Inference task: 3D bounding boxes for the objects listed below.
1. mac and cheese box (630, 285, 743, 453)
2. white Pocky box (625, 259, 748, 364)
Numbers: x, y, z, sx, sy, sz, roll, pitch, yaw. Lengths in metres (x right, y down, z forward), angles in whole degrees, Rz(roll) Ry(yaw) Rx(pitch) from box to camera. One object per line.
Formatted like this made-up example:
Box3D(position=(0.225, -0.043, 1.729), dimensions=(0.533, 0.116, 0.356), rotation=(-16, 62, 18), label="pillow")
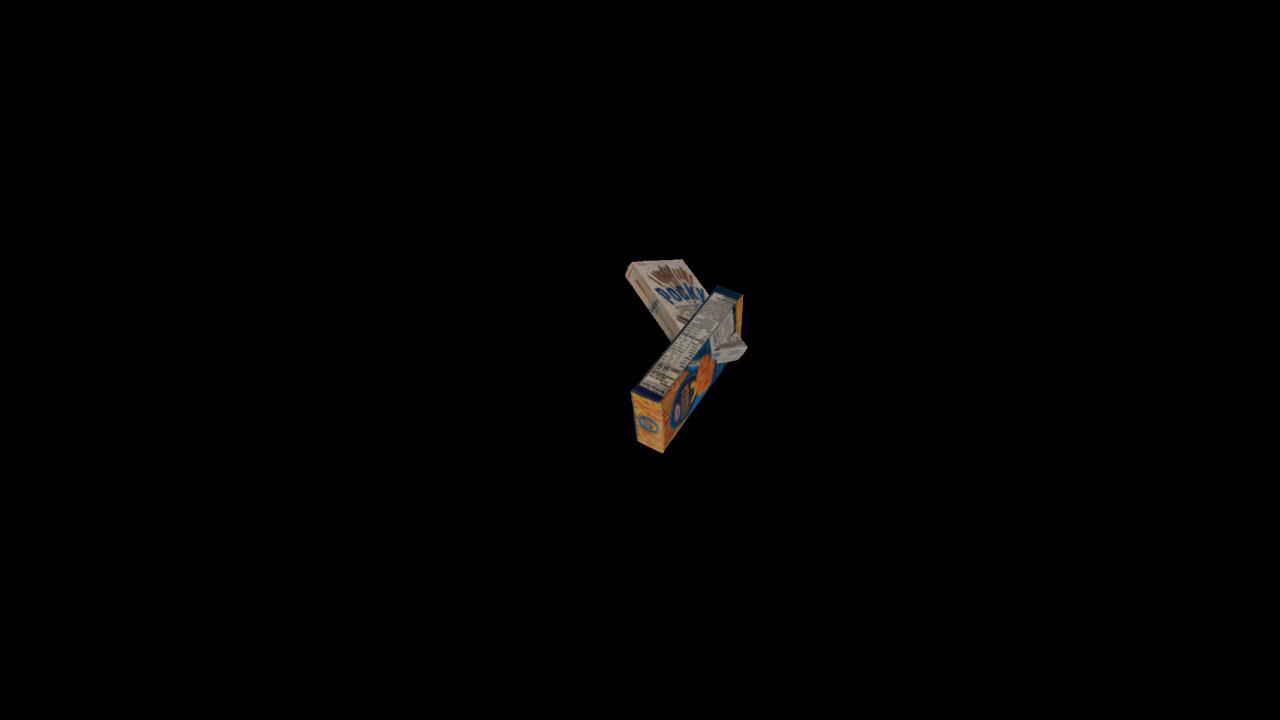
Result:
Box3D(position=(0.057, 0.007, 0.690), dimensions=(0.041, 0.184, 0.093), rotation=(24, -35, 23), label="mac and cheese box")
Box3D(position=(0.053, -0.059, 0.729), dimensions=(0.084, 0.154, 0.028), rotation=(-9, -36, -37), label="white Pocky box")
